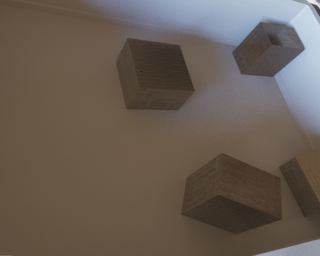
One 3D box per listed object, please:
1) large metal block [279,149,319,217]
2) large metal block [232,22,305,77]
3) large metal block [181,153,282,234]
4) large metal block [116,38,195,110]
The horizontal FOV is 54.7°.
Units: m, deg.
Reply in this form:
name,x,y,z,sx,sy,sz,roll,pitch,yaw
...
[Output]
name,x,y,z,sx,sy,sz,roll,pitch,yaw
large metal block,0.240,0.075,0.457,0.081,0.050,0.080,-16,69,-14
large metal block,0.193,-0.138,0.558,0.081,0.080,0.050,-1,63,-29
large metal block,0.082,0.081,0.365,0.080,0.080,0.050,23,53,-14
large metal block,-0.008,-0.072,0.429,0.081,0.050,0.080,-1,62,-29
